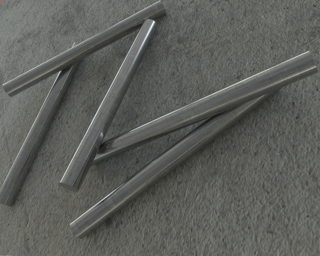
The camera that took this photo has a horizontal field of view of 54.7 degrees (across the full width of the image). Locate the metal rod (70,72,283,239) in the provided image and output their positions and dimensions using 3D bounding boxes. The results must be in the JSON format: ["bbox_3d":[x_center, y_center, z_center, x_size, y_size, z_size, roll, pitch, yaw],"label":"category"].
[{"bbox_3d":[0.018,0.034,0.373,0.300,0.025,0.025,-37,51,3],"label":"metal rod"}]

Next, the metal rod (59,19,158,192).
[{"bbox_3d":[-0.063,-0.051,0.444,0.025,0.025,0.300,2,55,29],"label":"metal rod"}]

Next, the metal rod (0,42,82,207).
[{"bbox_3d":[-0.190,-0.019,0.515,0.025,0.025,0.300,4,63,30],"label":"metal rod"}]

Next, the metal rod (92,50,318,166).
[{"bbox_3d":[0.028,-0.013,0.372,0.300,0.025,0.025,-23,53,23],"label":"metal rod"}]

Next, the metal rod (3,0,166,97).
[{"bbox_3d":[-0.128,-0.135,0.529,0.301,0.025,0.025,-28,52,0],"label":"metal rod"}]
